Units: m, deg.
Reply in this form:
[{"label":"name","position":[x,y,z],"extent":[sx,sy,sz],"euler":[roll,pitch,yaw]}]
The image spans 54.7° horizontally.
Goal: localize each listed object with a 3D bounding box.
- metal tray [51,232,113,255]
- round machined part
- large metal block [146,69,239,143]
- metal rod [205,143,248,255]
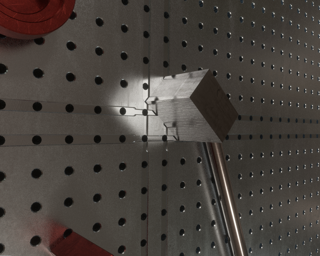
[{"label":"metal tray","position":[-0.053,0.176,0.324],"extent":[0.030,0.090,0.129],"euler":[-39,114,-33]},{"label":"round machined part","position":[-0.133,-0.131,0.287],"extent":[0.099,0.042,0.097],"euler":[0,90,-40]},{"label":"large metal block","position":[0.043,-0.027,0.412],"extent":[0.080,0.080,0.050],"euler":[50,60,-29]},{"label":"metal rod","position":[0.110,0.119,0.504],"extent":[0.025,0.025,0.298],"euler":[-26,106,-37]}]
